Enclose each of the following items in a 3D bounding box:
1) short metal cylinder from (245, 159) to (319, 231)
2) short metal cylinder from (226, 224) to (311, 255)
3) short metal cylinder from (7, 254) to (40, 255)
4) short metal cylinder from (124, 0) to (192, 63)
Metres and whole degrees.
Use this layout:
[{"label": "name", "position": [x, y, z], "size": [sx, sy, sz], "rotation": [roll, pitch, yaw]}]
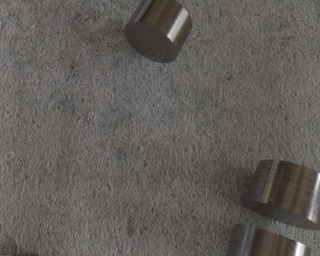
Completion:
[{"label": "short metal cylinder", "position": [0.144, 0.076, 0.352], "size": [0.080, 0.080, 0.050], "rotation": [22, 72, 7]}, {"label": "short metal cylinder", "position": [0.112, 0.140, 0.328], "size": [0.080, 0.080, 0.050], "rotation": [19, 71, 7]}, {"label": "short metal cylinder", "position": [-0.155, 0.178, 0.329], "size": [0.081, 0.050, 0.080], "rotation": [0, 70, 0]}, {"label": "short metal cylinder", "position": [-0.002, -0.135, 0.428], "size": [0.080, 0.080, 0.050], "rotation": [24, 72, 8]}]
